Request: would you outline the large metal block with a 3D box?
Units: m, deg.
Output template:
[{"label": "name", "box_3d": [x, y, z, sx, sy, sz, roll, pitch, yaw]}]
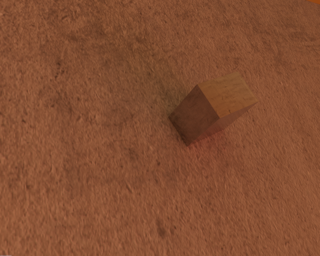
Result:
[{"label": "large metal block", "box_3d": [0.071, -0.025, 0.422, 0.081, 0.080, 0.050, -21, 73, -36]}]
